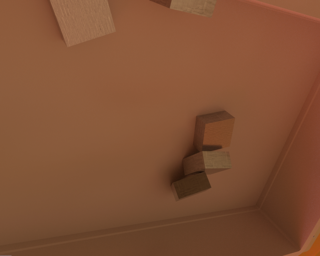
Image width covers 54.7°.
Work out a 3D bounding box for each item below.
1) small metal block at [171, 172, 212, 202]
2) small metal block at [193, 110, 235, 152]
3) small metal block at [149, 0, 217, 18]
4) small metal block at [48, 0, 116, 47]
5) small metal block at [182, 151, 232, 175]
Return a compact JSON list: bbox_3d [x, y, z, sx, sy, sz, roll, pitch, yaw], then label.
[{"bbox_3d":[0.046,0.090,0.470,0.050,0.025,0.050,-18,164,-8],"label":"small metal block"},{"bbox_3d":[0.079,0.005,0.458,0.050,0.025,0.050,-11,123,-23],"label":"small metal block"},{"bbox_3d":[0.024,-0.137,0.322,0.050,0.050,0.025,1,118,-29],"label":"small metal block"},{"bbox_3d":[-0.076,-0.113,0.298,0.050,0.025,0.050,-23,127,-15],"label":"small metal block"},{"bbox_3d":[0.070,0.053,0.465,0.050,0.025,0.050,4,160,-31],"label":"small metal block"}]
